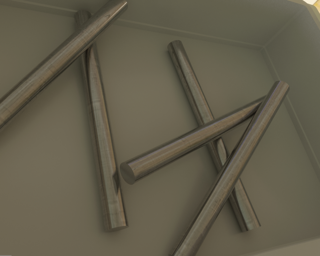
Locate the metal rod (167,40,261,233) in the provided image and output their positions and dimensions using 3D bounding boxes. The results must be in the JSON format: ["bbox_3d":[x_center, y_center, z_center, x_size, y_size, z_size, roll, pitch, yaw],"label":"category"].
[{"bbox_3d":[0.070,-0.003,0.446,0.025,0.025,0.299,-6,65,-31],"label":"metal rod"}]

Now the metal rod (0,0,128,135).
[{"bbox_3d":[-0.125,-0.070,0.359,0.025,0.025,0.301,36,58,-5],"label":"metal rod"}]

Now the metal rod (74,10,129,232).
[{"bbox_3d":[-0.077,-0.028,0.381,0.025,0.025,0.299,0,62,-29],"label":"metal rod"}]

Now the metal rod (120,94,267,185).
[{"bbox_3d":[0.075,0.001,0.413,0.302,0.025,0.025,-23,75,-39],"label":"metal rod"}]

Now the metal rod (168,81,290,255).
[{"bbox_3d":[0.103,0.040,0.403,0.025,0.025,0.301,40,62,-2],"label":"metal rod"}]
